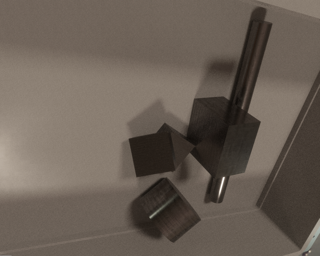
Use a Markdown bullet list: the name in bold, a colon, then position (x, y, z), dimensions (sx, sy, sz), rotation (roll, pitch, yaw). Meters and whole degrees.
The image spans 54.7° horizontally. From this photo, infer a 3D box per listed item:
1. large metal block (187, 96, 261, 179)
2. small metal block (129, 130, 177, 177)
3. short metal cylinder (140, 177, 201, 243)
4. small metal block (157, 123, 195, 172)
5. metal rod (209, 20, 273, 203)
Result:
- **large metal block**: position (0.082, 0.010, 0.426), dimensions (0.050, 0.080, 0.079), rotation (-7, 122, -26)
- **small metal block**: position (-0.008, 0.033, 0.399), dimensions (0.050, 0.025, 0.050), rotation (-11, 91, 9)
- **short metal cylinder**: position (0.015, 0.120, 0.457), dimensions (0.050, 0.080, 0.080), rotation (-40, 130, -2)
- **small metal block**: position (0.012, 0.028, 0.435), dimensions (0.050, 0.025, 0.050), rotation (33, 100, -39)
- **metal rod**: position (0.115, -0.007, 0.469), dimensions (0.025, 0.025, 0.298), rotation (-7, 122, -25)
